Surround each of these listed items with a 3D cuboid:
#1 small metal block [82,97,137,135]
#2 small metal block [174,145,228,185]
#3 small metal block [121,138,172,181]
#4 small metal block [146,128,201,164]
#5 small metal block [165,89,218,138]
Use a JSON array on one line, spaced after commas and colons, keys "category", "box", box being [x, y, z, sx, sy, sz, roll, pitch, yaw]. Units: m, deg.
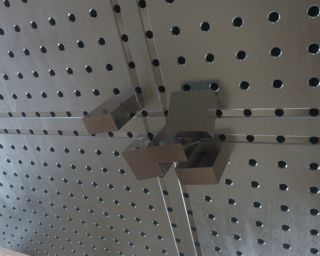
[{"category": "small metal block", "box": [-0.068, -0.017, 0.421, 0.050, 0.050, 0.025, -8, 115, 31]}, {"category": "small metal block", "box": [0.054, 0.047, 0.396, 0.050, 0.050, 0.025, -7, 115, 31]}, {"category": "small metal block", "box": [-0.019, 0.046, 0.450, 0.050, 0.025, 0.050, -16, 110, 34]}, {"category": "small metal block", "box": [0.018, 0.020, 0.398, 0.050, 0.050, 0.025, -9, 114, 32]}, {"category": "small metal block", "box": [0.037, -0.016, 0.363, 0.050, 0.050, 0.025, 0, 161, 28]}]
